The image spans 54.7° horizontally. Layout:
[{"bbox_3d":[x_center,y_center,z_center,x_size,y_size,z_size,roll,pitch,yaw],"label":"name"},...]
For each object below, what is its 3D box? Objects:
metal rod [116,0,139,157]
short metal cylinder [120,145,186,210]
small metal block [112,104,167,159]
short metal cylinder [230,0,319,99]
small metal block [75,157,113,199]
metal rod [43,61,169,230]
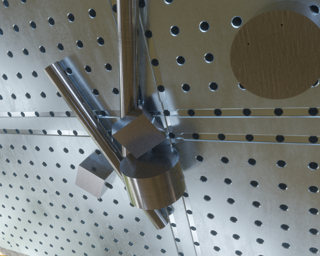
[{"bbox_3d":[-0.038,-0.088,0.376,0.025,0.025,0.298,16,125,19],"label":"metal rod"},{"bbox_3d":[-0.009,0.064,0.421,0.080,0.080,0.050,2,119,27],"label":"short metal cylinder"},{"bbox_3d":[-0.027,0.005,0.408,0.050,0.025,0.050,-35,121,14],"label":"small metal block"},{"bbox_3d":[0.112,-0.073,0.291,0.080,0.050,0.079,13,124,21],"label":"short metal cylinder"},{"bbox_3d":[-0.112,0.084,0.523,0.050,0.025,0.050,29,128,10],"label":"small metal block"},{"bbox_3d":[-0.075,0.035,0.472,0.025,0.025,0.299,-23,106,36],"label":"metal rod"}]
